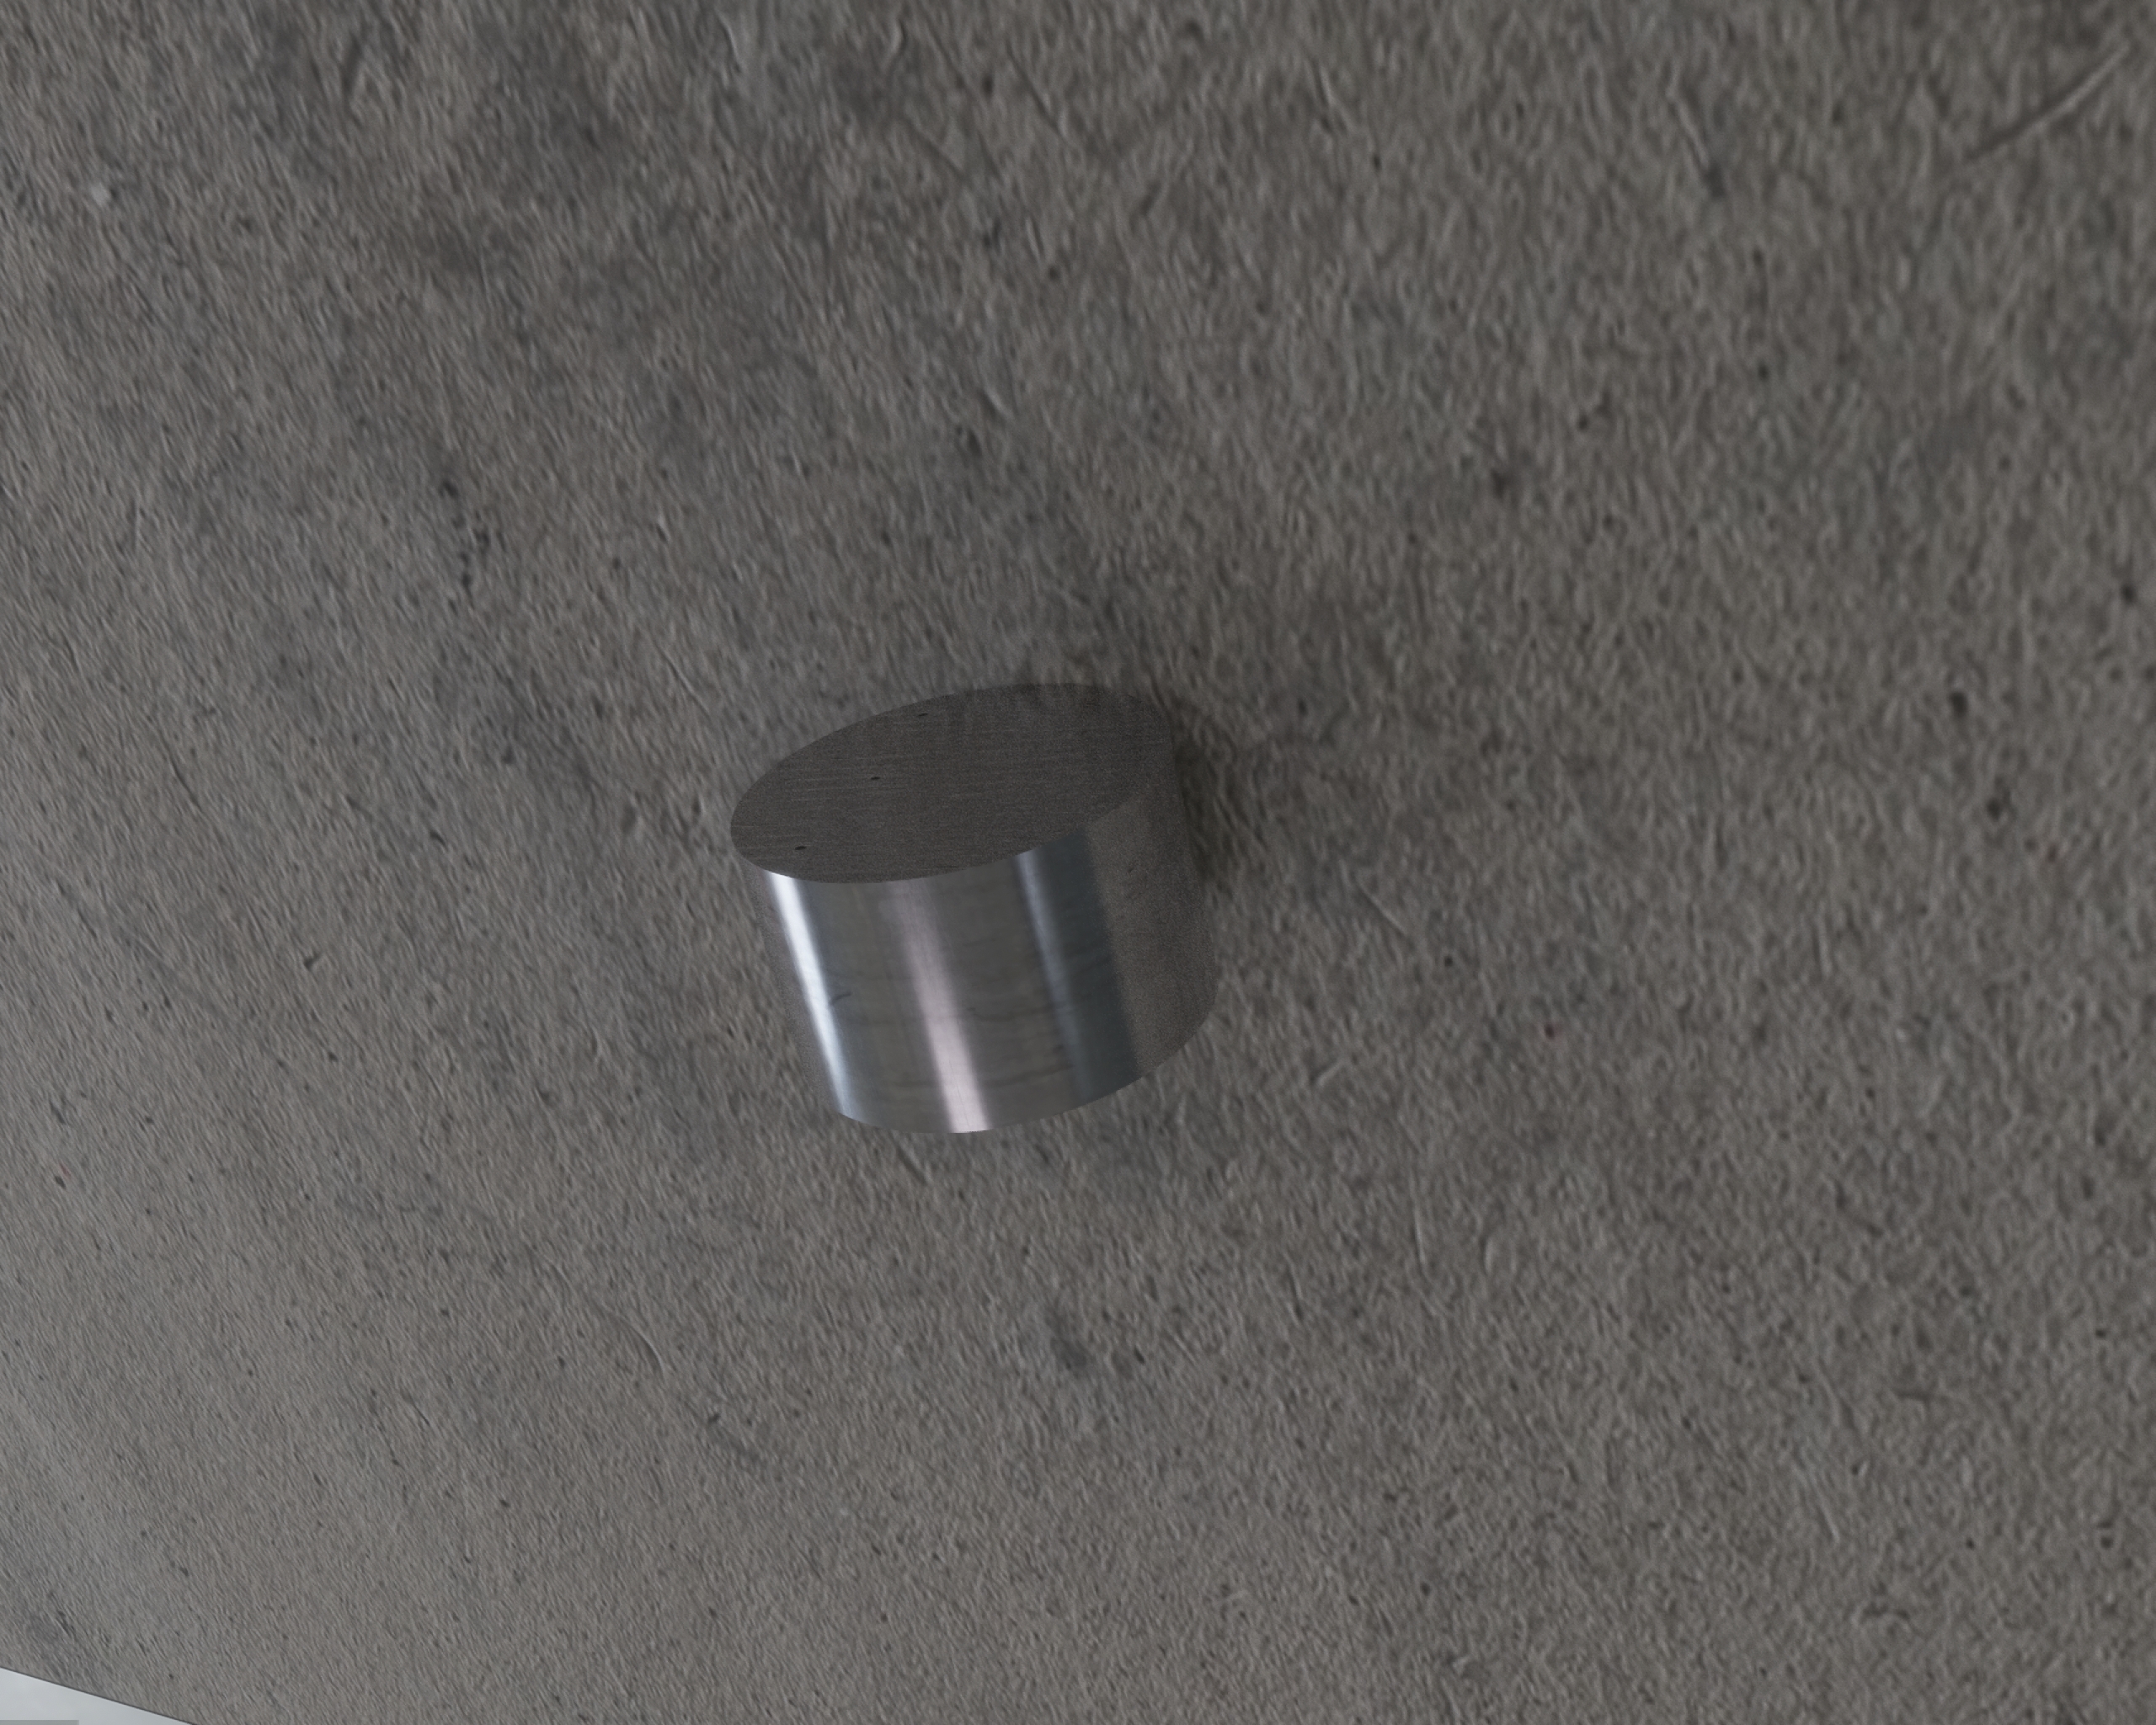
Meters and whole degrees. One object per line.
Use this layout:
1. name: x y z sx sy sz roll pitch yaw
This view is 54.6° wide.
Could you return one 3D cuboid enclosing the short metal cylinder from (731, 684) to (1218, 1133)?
1. short metal cylinder: -0.018 0.006 0.385 0.080 0.080 0.050 2 119 27
